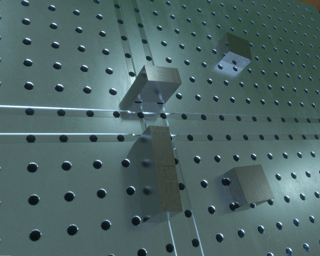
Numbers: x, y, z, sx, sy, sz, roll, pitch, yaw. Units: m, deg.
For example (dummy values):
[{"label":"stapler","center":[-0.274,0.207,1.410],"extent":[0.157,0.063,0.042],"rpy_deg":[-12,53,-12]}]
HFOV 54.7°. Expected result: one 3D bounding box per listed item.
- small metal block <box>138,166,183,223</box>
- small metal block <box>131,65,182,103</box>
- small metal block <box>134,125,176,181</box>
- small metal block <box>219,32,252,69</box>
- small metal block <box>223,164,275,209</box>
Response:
[{"label":"small metal block","center":[-0.001,0.075,0.347],"extent":[0.025,0.050,0.050],"rpy_deg":[6,59,-26]},{"label":"small metal block","center":[-0.006,-0.059,0.427],"extent":[0.050,0.050,0.025],"rpy_deg":[0,62,-29]},{"label":"small metal block","center":[-0.008,0.031,0.370],"extent":[0.025,0.050,0.050],"rpy_deg":[5,60,-26]},{"label":"small metal block","center":[0.139,-0.144,0.574],"extent":[0.050,0.025,0.050],"rpy_deg":[15,56,-20]},{"label":"small metal block","center":[0.123,0.080,0.428],"extent":[0.050,0.025,0.050],"rpy_deg":[-2,63,-29]}]
